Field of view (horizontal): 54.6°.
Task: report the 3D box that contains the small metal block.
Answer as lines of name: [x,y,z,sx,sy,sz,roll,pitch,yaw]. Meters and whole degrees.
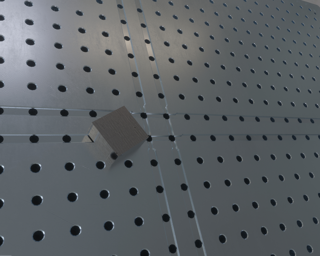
small metal block: [-0.051,0.008,0.376,0.050,0.025,0.050,-33,80,-38]
